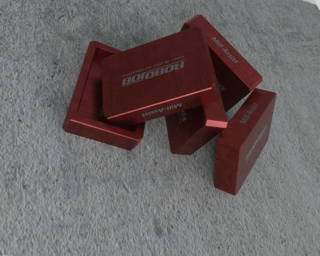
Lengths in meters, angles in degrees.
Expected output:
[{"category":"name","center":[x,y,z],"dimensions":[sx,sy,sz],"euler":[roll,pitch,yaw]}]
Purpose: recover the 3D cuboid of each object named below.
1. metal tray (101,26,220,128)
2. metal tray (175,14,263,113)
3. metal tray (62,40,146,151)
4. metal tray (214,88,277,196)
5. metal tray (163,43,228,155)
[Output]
[{"category":"metal tray","center":[-0.004,-0.059,0.368],"dimensions":[0.130,0.030,0.090],"euler":[-15,62,13]},{"category":"metal tray","center":[0.076,-0.091,0.459],"dimensions":[0.030,0.090,0.130],"euler":[-41,85,-25]},{"category":"metal tray","center":[-0.062,-0.044,0.397],"dimensions":[0.091,0.030,0.130],"euler":[18,54,-18]},{"category":"metal tray","center":[0.116,0.016,0.418],"dimensions":[0.030,0.089,0.131],"euler":[20,45,28]},{"category":"metal tray","center":[0.038,-0.040,0.411],"dimensions":[0.030,0.090,0.130],"euler":[6,60,-26]}]
